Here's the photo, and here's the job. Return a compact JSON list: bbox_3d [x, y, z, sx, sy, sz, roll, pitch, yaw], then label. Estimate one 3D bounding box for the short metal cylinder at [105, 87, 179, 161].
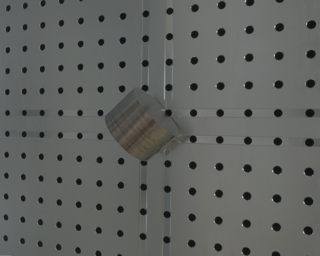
[{"bbox_3d":[-0.022,-0.005,0.389,0.050,0.080,0.080,-42,77,15],"label":"short metal cylinder"}]
